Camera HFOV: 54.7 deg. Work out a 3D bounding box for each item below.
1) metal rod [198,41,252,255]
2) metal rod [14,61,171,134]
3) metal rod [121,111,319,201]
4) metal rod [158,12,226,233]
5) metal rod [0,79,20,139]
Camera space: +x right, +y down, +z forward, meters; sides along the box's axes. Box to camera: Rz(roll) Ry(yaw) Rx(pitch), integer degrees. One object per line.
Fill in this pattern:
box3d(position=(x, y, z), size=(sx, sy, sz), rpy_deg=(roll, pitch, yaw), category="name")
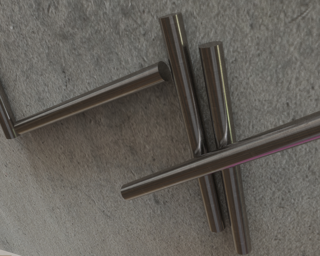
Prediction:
box3d(position=(0.086, 0.043, 0.387), size=(0.025, 0.025, 0.298), rpy_deg=(0, 119, 28), category="metal rod")
box3d(position=(-0.116, -0.034, 0.444), size=(0.300, 0.025, 0.025), rpy_deg=(-15, 111, 34), category="metal rod")
box3d(position=(0.060, 0.041, 0.365), size=(0.299, 0.025, 0.025), rpy_deg=(-26, 104, 36), category="metal rod")
box3d(position=(0.047, 0.012, 0.388), size=(0.025, 0.025, 0.298), rpy_deg=(-1, 118, 28), category="metal rod")
box3d(position=(-0.277, -0.116, 0.477), size=(0.025, 0.025, 0.298), rpy_deg=(7, 122, 24), category="metal rod")
